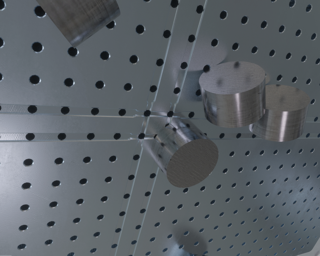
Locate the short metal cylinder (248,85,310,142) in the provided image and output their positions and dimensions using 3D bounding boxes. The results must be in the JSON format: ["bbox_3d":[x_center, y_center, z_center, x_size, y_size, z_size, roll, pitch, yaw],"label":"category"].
[{"bbox_3d":[0.172,-0.024,0.455,0.081,0.080,0.050,-18,126,-18],"label":"short metal cylinder"}]

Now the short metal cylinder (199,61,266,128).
[{"bbox_3d":[0.094,-0.045,0.399,0.080,0.080,0.050,-25,128,-13],"label":"short metal cylinder"}]

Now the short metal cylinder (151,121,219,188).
[{"bbox_3d":[0.035,0.037,0.437,0.081,0.050,0.079,-14,124,-21],"label":"short metal cylinder"}]

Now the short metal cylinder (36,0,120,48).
[{"bbox_3d":[-0.078,-0.115,0.261,0.050,0.080,0.080,-38,129,-3],"label":"short metal cylinder"}]
